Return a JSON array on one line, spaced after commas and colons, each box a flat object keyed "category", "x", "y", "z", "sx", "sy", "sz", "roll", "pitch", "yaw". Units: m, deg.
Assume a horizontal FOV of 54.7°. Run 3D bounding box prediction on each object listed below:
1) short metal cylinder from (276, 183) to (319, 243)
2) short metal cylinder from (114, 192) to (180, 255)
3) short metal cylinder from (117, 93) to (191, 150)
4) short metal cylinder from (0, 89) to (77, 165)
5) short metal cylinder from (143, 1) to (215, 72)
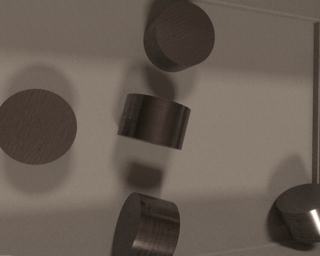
[{"category": "short metal cylinder", "x": 0.224, "y": 0.126, "z": 0.467, "sx": 0.081, "sy": 0.080, "sz": 0.050, "roll": -28, "pitch": 100, "yaw": -18}, {"category": "short metal cylinder", "x": -0.018, "y": 0.124, "z": 0.376, "sx": 0.050, "sy": 0.080, "sz": 0.080, "roll": 20, "pitch": 83, "yaw": -19}, {"category": "short metal cylinder", "x": -0.007, "y": -0.006, "z": 0.380, "sx": 0.081, "sy": 0.080, "sz": 0.050, "roll": 15, "pitch": 85, "yaw": -20}, {"category": "short metal cylinder", "x": -0.137, "y": -0.001, "z": 0.347, "sx": 0.081, "sy": 0.050, "sz": 0.079, "roll": 0, "pitch": 90, "yaw": -21}, {"category": "short metal cylinder", "x": 0.024, "y": -0.117, "z": 0.407, "sx": 0.081, "sy": 0.050, "sz": 0.079, "roll": 0, "pitch": 90, "yaw": -21}]
